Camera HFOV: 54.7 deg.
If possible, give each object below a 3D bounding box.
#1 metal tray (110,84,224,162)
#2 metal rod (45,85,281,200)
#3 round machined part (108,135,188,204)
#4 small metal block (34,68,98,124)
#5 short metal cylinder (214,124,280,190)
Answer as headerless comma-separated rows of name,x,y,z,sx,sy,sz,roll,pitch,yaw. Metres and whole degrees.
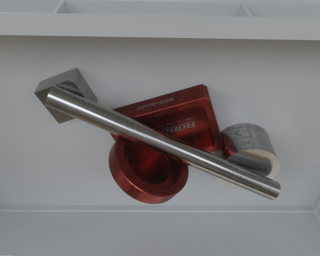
metal tray,0.009,0.003,0.406,0.130,0.030,0.090,-15,129,12
metal rod,0.014,0.023,0.373,0.302,0.025,0.025,24,126,-12
round machined part,-0.017,0.049,0.384,0.099,0.098,0.042,22,134,-18
small metal block,-0.111,-0.038,0.373,0.050,0.025,0.050,-17,128,13
short metal cylinder,0.117,0.040,0.427,0.081,0.050,0.079,0,130,0
